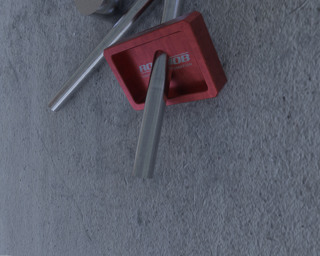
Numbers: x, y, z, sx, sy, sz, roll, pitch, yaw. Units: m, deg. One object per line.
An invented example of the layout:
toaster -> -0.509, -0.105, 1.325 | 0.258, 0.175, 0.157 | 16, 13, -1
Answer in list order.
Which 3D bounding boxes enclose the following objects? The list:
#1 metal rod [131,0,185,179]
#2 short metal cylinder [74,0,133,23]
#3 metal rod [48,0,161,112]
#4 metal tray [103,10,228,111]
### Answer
metal rod -> 0.006, -0.090, 0.370 | 0.025, 0.025, 0.298 | 8, 86, 39
short metal cylinder -> -0.082, -0.201, 0.457 | 0.080, 0.050, 0.080 | 0, 90, 40
metal rod -> -0.092, -0.115, 0.480 | 0.299, 0.025, 0.025 | -37, 67, 33
metal tray -> 0.003, -0.073, 0.369 | 0.130, 0.030, 0.090 | -7, 121, 39
